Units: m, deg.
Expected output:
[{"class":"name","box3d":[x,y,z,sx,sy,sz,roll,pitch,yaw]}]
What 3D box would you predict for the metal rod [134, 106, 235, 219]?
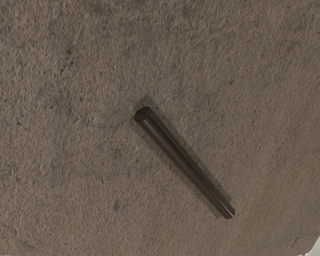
[{"class":"metal rod","box3d":[0.053,0.070,0.481,0.025,0.025,0.300,-41,130,-1]}]
